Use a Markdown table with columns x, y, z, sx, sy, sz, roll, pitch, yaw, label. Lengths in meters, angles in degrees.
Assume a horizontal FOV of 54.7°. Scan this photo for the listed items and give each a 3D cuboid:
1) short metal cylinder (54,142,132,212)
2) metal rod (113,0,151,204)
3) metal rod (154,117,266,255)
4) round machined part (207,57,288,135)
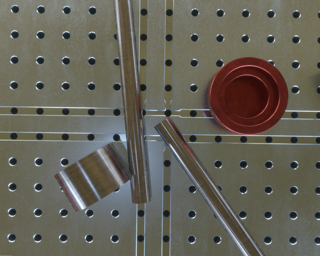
| x | y | z | sx | sy | sz | roll | pitch | yaw | label |
| --- | --- | --- | --- | --- | --- | --- | --- | --- | --- |
| -0.082 | 0.060 | 0.385 | 0.080 | 0.080 | 0.050 | -31 | 90 | 0 | short metal cylinder |
| -0.038 | -0.051 | 0.412 | 0.025 | 0.025 | 0.298 | -5 | 90 | -1 | metal rod |
| 0.087 | 0.115 | 0.414 | 0.025 | 0.025 | 0.299 | -35 | 90 | 0 | metal rod |
| 0.111 | -0.040 | 0.406 | 0.099 | 0.042 | 0.097 | 0 | 90 | -1 | round machined part |
